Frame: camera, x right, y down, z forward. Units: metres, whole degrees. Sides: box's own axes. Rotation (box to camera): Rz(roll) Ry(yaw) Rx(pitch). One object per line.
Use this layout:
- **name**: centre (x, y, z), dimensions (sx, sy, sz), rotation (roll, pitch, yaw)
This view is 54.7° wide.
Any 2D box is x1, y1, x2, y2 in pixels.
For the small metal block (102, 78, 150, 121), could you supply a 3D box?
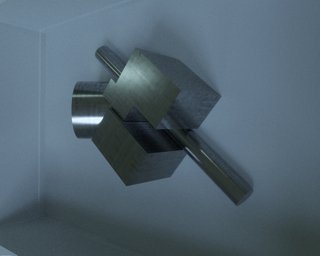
- **small metal block**: centre (-0.034, -0.034, 0.385), dimensions (0.050, 0.050, 0.025), rotation (48, 119, 29)

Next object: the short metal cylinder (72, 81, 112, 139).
- **short metal cylinder**: centre (-0.086, -0.025, 0.430), dimensions (0.050, 0.080, 0.079), rotation (1, 91, 0)

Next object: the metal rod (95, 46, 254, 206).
- **metal rod**: centre (0.001, -0.020, 0.403), dimensions (0.300, 0.025, 0.025), rotation (47, 118, 29)

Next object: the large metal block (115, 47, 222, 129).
- **large metal block**: centre (0.010, -0.044, 0.360), dimensions (0.080, 0.081, 0.050), rotation (48, 118, 29)

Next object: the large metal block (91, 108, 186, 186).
- **large metal block**: centre (-0.024, 0.021, 0.388), dimensions (0.080, 0.081, 0.050), rotation (47, 118, 29)
